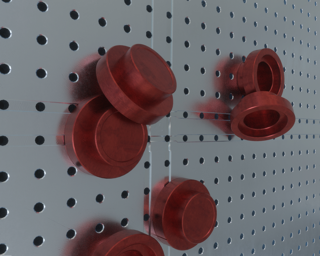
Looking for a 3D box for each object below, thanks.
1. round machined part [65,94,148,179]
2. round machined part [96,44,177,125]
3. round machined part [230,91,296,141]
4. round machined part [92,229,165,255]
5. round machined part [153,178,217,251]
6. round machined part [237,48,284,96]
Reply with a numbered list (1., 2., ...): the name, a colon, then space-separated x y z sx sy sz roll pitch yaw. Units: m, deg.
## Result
1. round machined part: -0.053 0.009 0.353 0.099 0.042 0.097 0 90 -40
2. round machined part: -0.019 -0.056 0.352 0.098 0.042 0.098 33 38 -29
3. round machined part: 0.164 -0.022 0.504 0.098 0.098 0.042 33 45 -35
4. round machined part: -0.044 0.168 0.361 0.099 0.042 0.097 0 90 -40
5. round machined part: 0.041 0.121 0.432 0.099 0.042 0.097 0 90 -40
6. round machined part: 0.172 -0.086 0.541 0.099 0.042 0.097 0 90 -40
